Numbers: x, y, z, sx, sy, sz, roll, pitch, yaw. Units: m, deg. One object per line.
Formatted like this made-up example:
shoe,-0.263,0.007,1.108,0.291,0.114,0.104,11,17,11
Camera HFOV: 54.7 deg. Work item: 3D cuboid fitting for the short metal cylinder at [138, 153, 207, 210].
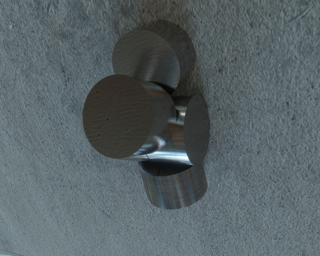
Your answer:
short metal cylinder,0.017,0.059,0.399,0.080,0.080,0.050,0,118,28

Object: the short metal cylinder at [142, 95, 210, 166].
short metal cylinder,0.021,0.002,0.361,0.050,0.080,0.080,1,119,28

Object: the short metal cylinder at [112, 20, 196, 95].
short metal cylinder,-0.006,-0.076,0.348,0.080,0.050,0.079,13,124,20

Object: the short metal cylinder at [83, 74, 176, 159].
short metal cylinder,-0.030,-0.011,0.315,0.080,0.050,0.079,0,90,27

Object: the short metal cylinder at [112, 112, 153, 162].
short metal cylinder,-0.025,0.001,0.386,0.050,0.080,0.079,1,119,27
